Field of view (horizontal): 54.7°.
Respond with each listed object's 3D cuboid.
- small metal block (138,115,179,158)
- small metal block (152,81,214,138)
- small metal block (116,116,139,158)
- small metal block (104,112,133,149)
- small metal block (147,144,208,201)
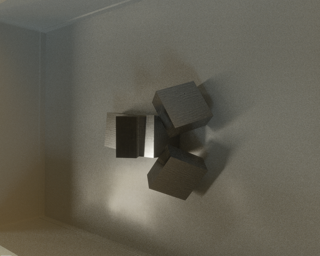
[{"bbox_3d":[-0.001,0.010,0.387,0.025,0.050,0.050,1,91,40],"label":"small metal block"},{"bbox_3d":[0.026,-0.023,0.362,0.050,0.050,0.025,64,157,20],"label":"small metal block"},{"bbox_3d":[-0.036,0.009,0.393,0.025,0.050,0.050,1,94,8],"label":"small metal block"},{"bbox_3d":[-0.052,0.005,0.444,0.050,0.025,0.050,9,95,39],"label":"small metal block"},{"bbox_3d":[0.020,0.053,0.367,0.050,0.050,0.025,-58,22,23],"label":"small metal block"}]
